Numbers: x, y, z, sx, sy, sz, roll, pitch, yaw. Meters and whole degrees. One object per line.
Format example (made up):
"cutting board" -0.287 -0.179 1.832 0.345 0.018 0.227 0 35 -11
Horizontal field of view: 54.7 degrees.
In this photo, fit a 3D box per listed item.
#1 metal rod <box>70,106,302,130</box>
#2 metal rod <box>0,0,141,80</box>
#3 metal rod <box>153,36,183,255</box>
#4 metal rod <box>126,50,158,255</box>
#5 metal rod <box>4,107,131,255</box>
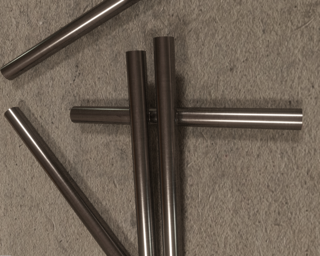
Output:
"metal rod" 0.019 -0.015 0.401 0.301 0.025 0.025 2 91 19
"metal rod" -0.113 -0.147 0.447 0.300 0.025 0.025 -25 82 17
"metal rod" 0.011 0.041 0.384 0.025 0.025 0.298 0 98 19
"metal rod" -0.022 0.054 0.396 0.025 0.025 0.298 -1 97 19
"metal rod" -0.137 0.085 0.455 0.025 0.025 0.300 -45 77 14
